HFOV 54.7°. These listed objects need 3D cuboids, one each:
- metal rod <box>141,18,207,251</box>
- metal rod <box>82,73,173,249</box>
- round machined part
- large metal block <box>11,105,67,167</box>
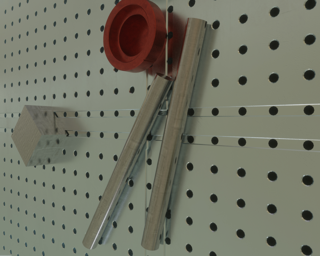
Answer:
[{"bbox_3d":[0.016,0.015,0.396,0.025,0.025,0.298,19,102,38],"label":"metal rod"},{"bbox_3d":[-0.054,0.060,0.453,0.025,0.025,0.298,39,113,33],"label":"metal rod"},{"bbox_3d":[-0.029,-0.124,0.423,0.098,0.042,0.097,0,90,40],"label":"round machined part"},{"bbox_3d":[-0.229,0.014,0.583,0.080,0.050,0.080,50,119,28],"label":"large metal block"}]
